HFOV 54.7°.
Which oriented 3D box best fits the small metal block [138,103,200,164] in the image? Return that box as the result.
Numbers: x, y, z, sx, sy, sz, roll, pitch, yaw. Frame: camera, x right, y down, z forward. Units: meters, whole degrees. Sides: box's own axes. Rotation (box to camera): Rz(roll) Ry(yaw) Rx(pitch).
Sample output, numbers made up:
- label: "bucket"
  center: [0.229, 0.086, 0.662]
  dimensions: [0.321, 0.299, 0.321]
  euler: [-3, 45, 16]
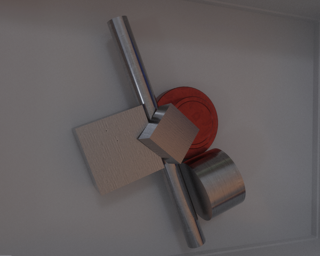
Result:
- label: "small metal block"
  center: [0.011, 0.007, 0.363]
  dimensions: [0.050, 0.025, 0.050]
  euler: [41, 65, -23]

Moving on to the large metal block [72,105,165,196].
- label: "large metal block"
  center: [-0.052, 0.024, 0.375]
  dimensions: [0.081, 0.050, 0.080]
  euler: [-22, 98, -19]

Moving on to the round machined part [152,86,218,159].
- label: "round machined part"
  center: [0.035, -0.007, 0.413]
  dimensions: [0.099, 0.042, 0.097]
  euler: [0, 90, -21]

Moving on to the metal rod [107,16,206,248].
- label: "metal rod"
  center: [-0.002, 0.011, 0.387]
  dimensions: [0.025, 0.025, 0.298]
  euler: [-22, 98, -19]

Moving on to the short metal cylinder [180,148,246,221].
- label: "short metal cylinder"
  center: [0.065, 0.073, 0.405]
  dimensions: [0.050, 0.080, 0.080]
  euler: [-22, 98, -19]
